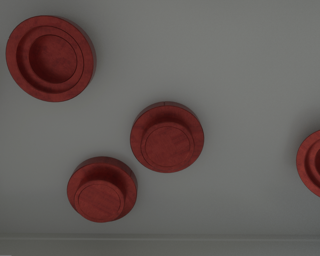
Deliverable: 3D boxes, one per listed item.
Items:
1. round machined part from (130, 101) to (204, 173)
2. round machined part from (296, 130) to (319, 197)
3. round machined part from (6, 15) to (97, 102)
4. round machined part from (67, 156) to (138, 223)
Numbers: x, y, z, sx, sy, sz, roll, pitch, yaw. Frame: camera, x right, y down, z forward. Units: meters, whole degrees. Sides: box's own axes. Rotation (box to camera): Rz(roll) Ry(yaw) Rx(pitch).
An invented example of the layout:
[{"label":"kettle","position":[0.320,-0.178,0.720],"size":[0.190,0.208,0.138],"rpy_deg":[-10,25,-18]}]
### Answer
[{"label":"round machined part","position":[0.010,0.017,0.409],"size":[0.099,0.042,0.097],"rpy_deg":[0,110,-1]},{"label":"round machined part","position":[0.236,0.045,0.404],"size":[0.098,0.042,0.097],"rpy_deg":[8,102,41]},{"label":"round machined part","position":[-0.125,-0.083,0.370],"size":[0.099,0.042,0.097],"rpy_deg":[0,110,-1]},{"label":"round machined part","position":[-0.082,0.093,0.435],"size":[0.099,0.042,0.097],"rpy_deg":[0,110,-1]}]
